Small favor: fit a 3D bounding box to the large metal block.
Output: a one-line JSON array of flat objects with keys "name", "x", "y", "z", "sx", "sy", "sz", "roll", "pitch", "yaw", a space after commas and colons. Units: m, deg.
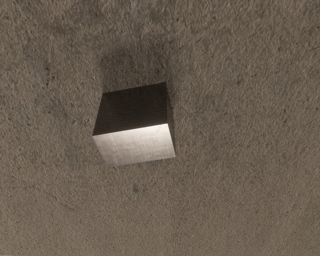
[{"name": "large metal block", "x": -0.027, "y": -0.005, "z": 0.366, "sx": 0.080, "sy": 0.080, "sz": 0.050, "roll": -9, "pitch": 130, "yaw": 7}]
